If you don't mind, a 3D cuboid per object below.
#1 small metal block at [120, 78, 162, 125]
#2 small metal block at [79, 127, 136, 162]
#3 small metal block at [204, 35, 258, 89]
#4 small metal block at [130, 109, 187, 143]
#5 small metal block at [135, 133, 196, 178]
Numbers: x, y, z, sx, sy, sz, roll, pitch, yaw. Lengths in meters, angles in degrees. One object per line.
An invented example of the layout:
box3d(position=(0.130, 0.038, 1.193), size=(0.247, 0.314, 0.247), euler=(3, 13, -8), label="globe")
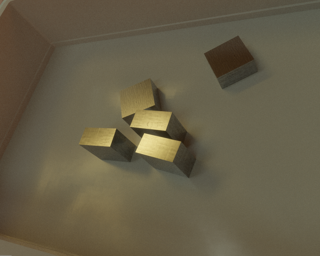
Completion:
box3d(position=(-0.028, -0.036, 0.441), size=(0.050, 0.025, 0.050), euler=(-21, 54, 15), label="small metal block")
box3d(position=(-0.069, 0.023, 0.410), size=(0.050, 0.050, 0.025), euler=(2, 63, 28), label="small metal block")
box3d(position=(0.093, -0.087, 0.410), size=(0.050, 0.025, 0.050), euler=(-26, 53, 11), label="small metal block")
box3d(position=(-0.001, 0.002, 0.388), size=(0.050, 0.050, 0.025), euler=(6, 65, 30), label="small metal block")
box3d(position=(0.008, 0.033, 0.364), size=(0.050, 0.050, 0.025), euler=(12, 68, 32), label="small metal block")
